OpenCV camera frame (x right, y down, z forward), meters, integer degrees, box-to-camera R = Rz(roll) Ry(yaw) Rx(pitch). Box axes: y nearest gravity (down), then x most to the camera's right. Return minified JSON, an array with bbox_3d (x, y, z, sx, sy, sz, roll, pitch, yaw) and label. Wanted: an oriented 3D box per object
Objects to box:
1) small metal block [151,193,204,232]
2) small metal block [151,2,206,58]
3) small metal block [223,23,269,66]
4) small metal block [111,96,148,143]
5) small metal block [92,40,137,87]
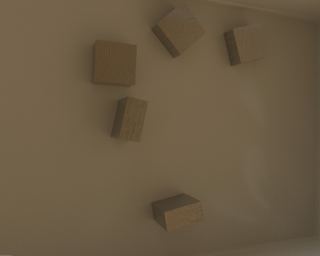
[{"bbox_3d":[0.022,0.109,0.405,0.050,0.050,0.025,-11,94,-20],"label":"small metal block"},{"bbox_3d":[0.025,-0.132,0.419,0.050,0.025,0.050,-44,104,-15],"label":"small metal block"},{"bbox_3d":[0.127,-0.123,0.457,0.050,0.025,0.050,-17,96,-19],"label":"small metal block"},{"bbox_3d":[-0.039,-0.010,0.383,0.025,0.050,0.050,13,86,-20],"label":"small metal block"},{"bbox_3d":[-0.058,-0.080,0.389,0.050,0.025,0.050,2,89,-20],"label":"small metal block"}]
